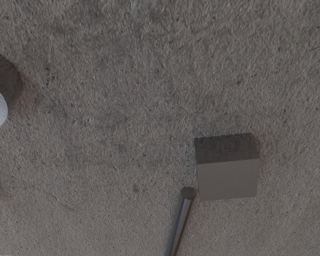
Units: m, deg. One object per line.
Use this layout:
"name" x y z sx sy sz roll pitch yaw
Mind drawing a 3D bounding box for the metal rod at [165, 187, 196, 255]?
"metal rod" 0.028 0.218 0.593 0.025 0.025 0.298 5 130 -5

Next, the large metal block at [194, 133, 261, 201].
"large metal block" 0.093 0.057 0.441 0.080 0.050 0.080 -6 130 4

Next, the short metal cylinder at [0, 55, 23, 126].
"short metal cylinder" -0.206 -0.043 0.351 0.081 0.050 0.079 0 130 0
